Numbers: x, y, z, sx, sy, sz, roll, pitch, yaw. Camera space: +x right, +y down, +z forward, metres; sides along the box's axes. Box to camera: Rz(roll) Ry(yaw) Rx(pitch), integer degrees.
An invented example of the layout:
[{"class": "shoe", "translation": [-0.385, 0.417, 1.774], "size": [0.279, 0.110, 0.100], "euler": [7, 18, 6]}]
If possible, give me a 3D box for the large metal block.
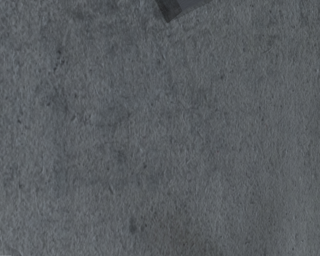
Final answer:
[{"class": "large metal block", "translation": [0.032, -0.198, 0.408], "size": [0.080, 0.050, 0.080], "euler": [-32, 101, -17]}]
